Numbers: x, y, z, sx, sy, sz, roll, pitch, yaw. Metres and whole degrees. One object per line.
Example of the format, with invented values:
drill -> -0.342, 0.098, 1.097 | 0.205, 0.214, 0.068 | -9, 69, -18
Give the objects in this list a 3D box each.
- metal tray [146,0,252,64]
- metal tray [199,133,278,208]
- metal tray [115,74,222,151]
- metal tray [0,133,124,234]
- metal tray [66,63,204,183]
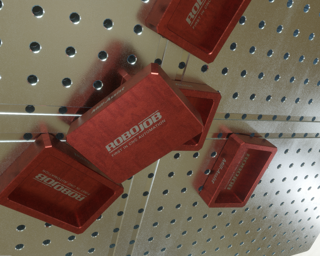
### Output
metal tray -> 0.055, -0.149, 0.346 | 0.091, 0.030, 0.129 | 21, 107, -36
metal tray -> 0.134, 0.077, 0.530 | 0.091, 0.030, 0.129 | 10, 114, -33
metal tray -> 0.008, -0.016, 0.404 | 0.131, 0.030, 0.089 | 3, 117, -30
metal tray -> -0.121, 0.075, 0.389 | 0.090, 0.030, 0.130 | -46, 130, 3
metal tray -> -0.029, -0.001, 0.354 | 0.130, 0.030, 0.090 | -34, 117, 18
